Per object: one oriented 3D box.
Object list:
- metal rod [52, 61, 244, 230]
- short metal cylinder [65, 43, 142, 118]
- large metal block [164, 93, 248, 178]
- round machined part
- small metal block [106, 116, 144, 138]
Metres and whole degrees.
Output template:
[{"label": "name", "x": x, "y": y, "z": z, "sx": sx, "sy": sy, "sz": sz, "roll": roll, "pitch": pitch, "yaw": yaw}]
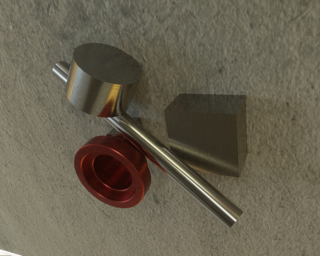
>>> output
[{"label": "metal rod", "x": -0.028, "y": 0.008, "z": 0.379, "sx": 0.300, "sy": 0.025, "sz": 0.025, "roll": 40, "pitch": 130, "yaw": 19}, {"label": "short metal cylinder", "x": -0.068, "y": -0.058, "z": 0.371, "sx": 0.080, "sy": 0.080, "sz": 0.050, "roll": 33, "pitch": 128, "yaw": 6}, {"label": "large metal block", "x": 0.057, "y": 0.006, "z": 0.365, "sx": 0.080, "sy": 0.050, "sz": 0.079, "roll": 4, "pitch": 121, "yaw": 25}, {"label": "round machined part", "x": -0.055, "y": 0.050, "z": 0.392, "sx": 0.098, "sy": 0.042, "sz": 0.097, "roll": 13, "pitch": 125, "yaw": 20}, {"label": "small metal block", "x": -0.042, "y": 0.018, "z": 0.425, "sx": 0.025, "sy": 0.050, "sz": 0.050, "roll": -2, "pitch": 118, "yaw": 29}]
